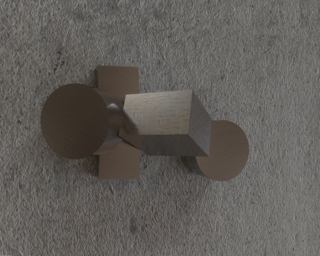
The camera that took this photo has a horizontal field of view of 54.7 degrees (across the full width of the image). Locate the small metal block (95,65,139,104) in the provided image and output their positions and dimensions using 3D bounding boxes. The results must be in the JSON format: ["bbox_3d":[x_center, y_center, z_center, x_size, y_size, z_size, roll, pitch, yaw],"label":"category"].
[{"bbox_3d":[-0.054,-0.051,0.390,0.050,0.025,0.050,-1,91,-21],"label":"small metal block"}]

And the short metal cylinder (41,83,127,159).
[{"bbox_3d":[-0.083,-0.007,0.348,0.080,0.050,0.079,0,91,15],"label":"short metal cylinder"}]

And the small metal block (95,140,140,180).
[{"bbox_3d":[-0.053,0.038,0.391,0.050,0.025,0.050,3,89,-20],"label":"small metal block"}]

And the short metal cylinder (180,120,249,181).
[{"bbox_3d":[0.073,0.029,0.426,0.081,0.050,0.079,0,90,-21],"label":"short metal cylinder"}]

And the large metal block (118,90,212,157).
[{"bbox_3d":[0.010,-0.002,0.366,0.080,0.080,0.050,43,50,-58],"label":"large metal block"}]
